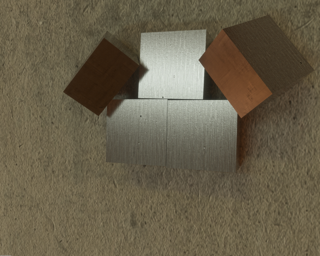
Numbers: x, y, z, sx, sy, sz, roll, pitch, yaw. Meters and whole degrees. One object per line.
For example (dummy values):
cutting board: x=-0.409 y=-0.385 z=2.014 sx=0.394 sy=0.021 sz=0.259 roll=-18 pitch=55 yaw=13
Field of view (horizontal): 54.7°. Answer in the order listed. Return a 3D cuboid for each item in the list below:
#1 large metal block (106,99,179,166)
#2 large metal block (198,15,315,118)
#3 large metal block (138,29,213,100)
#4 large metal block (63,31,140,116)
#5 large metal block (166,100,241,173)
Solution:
large metal block: x=-0.022 y=0.004 z=0.403 sx=0.080 sy=0.050 sz=0.079 roll=2 pitch=91 yaw=19
large metal block: x=0.104 y=-0.069 z=0.338 sx=0.080 sy=0.081 sz=0.050 roll=56 pitch=147 yaw=11
large metal block: x=0.021 y=-0.075 z=0.389 sx=0.080 sy=0.050 sz=0.079 roll=3 pitch=91 yaw=19
large metal block: x=-0.073 y=-0.073 z=0.398 sx=0.050 sy=0.080 sz=0.080 roll=36 pitch=104 yaw=-19
large metal block: x=0.055 y=0.008 z=0.375 sx=0.080 sy=0.050 sz=0.079 roll=2 pitch=91 yaw=19
